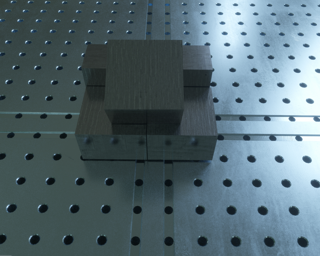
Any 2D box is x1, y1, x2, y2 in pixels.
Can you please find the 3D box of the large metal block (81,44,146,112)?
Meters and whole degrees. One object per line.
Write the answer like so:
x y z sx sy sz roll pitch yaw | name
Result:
-0.056 -0.067 0.426 0.081 0.080 0.050 1 50 0 | large metal block

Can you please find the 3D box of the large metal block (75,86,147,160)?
-0.056 -0.007 0.394 0.081 0.050 0.080 1 50 0 | large metal block

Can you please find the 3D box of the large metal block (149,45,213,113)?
0.025 -0.066 0.426 0.081 0.080 0.050 1 50 0 | large metal block

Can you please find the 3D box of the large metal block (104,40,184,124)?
-0.016 -0.050 0.347 0.081 0.050 0.080 0 74 -1 | large metal block

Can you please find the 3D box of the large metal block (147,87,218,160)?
0.026 -0.006 0.394 0.081 0.050 0.080 1 50 0 | large metal block
